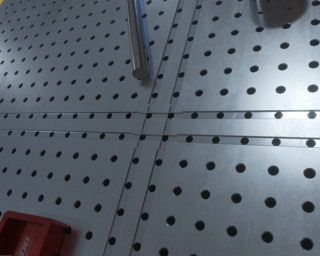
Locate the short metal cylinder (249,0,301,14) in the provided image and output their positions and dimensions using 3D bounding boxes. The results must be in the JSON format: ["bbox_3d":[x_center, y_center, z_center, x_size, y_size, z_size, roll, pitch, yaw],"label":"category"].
[{"bbox_3d":[0.162,-0.209,0.435,0.080,0.050,0.080,-13,57,21],"label":"short metal cylinder"}]

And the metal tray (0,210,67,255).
[{"bbox_3d":[-0.181,0.176,0.389,0.090,0.030,0.130,0,62,28],"label":"metal tray"}]

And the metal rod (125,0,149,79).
[{"bbox_3d":[-0.047,-0.206,0.557,0.025,0.025,0.299,-20,54,16],"label":"metal rod"}]
